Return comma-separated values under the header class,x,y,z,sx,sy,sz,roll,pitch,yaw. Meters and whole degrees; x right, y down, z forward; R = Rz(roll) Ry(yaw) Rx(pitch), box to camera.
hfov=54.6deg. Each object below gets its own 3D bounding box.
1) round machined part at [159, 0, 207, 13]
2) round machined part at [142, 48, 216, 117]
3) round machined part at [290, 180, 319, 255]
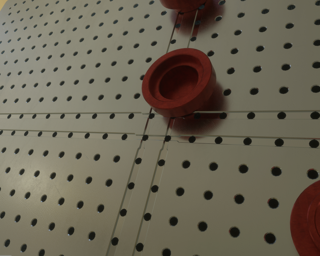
class,x,y,z,sx,sy,sz,roll,pitch,yaw
round machined part,0.045,-0.233,0.518,0.098,0.042,0.098,-13,56,21
round machined part,0.029,-0.056,0.418,0.098,0.042,0.098,-13,56,21
round machined part,0.162,0.085,0.260,0.098,0.042,0.098,-13,56,21
